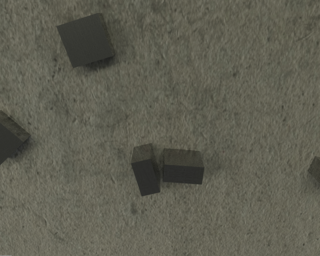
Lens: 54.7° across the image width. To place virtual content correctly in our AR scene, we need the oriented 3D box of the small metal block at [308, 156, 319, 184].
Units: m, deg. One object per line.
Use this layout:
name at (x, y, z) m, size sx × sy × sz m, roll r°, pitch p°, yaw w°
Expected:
small metal block at (0.242, 0.066, 0.424) m, size 0.050 × 0.050 × 0.025 m, roll 14°, pitch 110°, yaw -6°

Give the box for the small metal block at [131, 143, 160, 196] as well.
small metal block at (-0.018, 0.055, 0.417) m, size 0.025 × 0.050 × 0.050 m, roll -14°, pitch 110°, yaw 5°

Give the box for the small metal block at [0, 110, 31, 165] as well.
small metal block at (-0.212, 0.013, 0.412) m, size 0.050 × 0.025 × 0.050 m, roll -41°, pitch 106°, yaw 13°

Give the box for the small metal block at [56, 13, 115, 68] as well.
small metal block at (-0.087, -0.105, 0.370) m, size 0.050 × 0.025 × 0.050 m, roll -16°, pitch 110°, yaw 5°

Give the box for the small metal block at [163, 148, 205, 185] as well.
small metal block at (0.030, 0.050, 0.416) m, size 0.050 × 0.050 × 0.025 m, roll 5°, pitch 110°, yaw -2°
